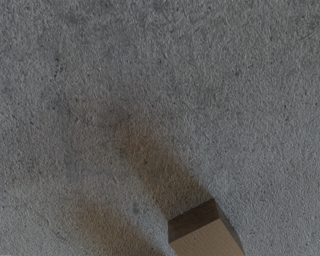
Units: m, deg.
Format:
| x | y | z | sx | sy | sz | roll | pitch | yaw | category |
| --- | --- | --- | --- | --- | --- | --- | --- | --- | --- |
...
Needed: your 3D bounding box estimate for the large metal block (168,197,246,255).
| x | y | z | sx | sy | sz | roll | pitch | yaw | category |
| --- | --- | --- | --- | --- | --- | --- | --- | --- | --- |
| 0.067 | 0.164 | 0.457 | 0.080 | 0.050 | 0.080 | -30 | 108 | 10 | large metal block |
